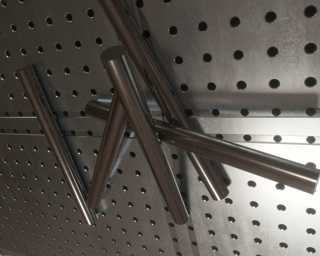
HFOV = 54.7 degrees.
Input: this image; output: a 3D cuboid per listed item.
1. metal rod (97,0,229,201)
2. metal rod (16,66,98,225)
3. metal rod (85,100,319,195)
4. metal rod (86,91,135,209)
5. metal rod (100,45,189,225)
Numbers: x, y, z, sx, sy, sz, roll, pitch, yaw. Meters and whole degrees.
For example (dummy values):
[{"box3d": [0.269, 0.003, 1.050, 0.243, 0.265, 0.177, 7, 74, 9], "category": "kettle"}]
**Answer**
[{"box3d": [0.009, -0.033, 0.384, 0.025, 0.025, 0.299, -20, 108, 35], "category": "metal rod"}, {"box3d": [-0.165, 0.042, 0.521, 0.025, 0.025, 0.298, -1, 118, 28], "category": "metal rod"}, {"box3d": [0.025, 0.011, 0.366, 0.300, 0.025, 0.025, 18, 126, 31], "category": "metal rod"}, {"box3d": [-0.077, 0.044, 0.444, 0.025, 0.025, 0.298, 33, 139, 6], "category": "metal rod"}, {"box3d": [-0.005, 0.036, 0.379, 0.025, 0.025, 0.299, 6, 138, 25], "category": "metal rod"}]
